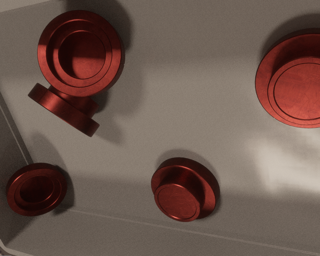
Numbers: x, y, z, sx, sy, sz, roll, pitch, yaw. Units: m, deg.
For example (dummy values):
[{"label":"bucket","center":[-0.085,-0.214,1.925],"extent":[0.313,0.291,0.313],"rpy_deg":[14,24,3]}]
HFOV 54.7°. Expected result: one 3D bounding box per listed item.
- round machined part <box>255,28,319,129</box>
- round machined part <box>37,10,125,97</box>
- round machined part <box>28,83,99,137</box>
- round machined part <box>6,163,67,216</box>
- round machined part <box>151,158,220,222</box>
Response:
[{"label":"round machined part","center":[0.141,-0.042,0.297],"extent":[0.098,0.042,0.097],"rpy_deg":[13,124,20]},{"label":"round machined part","center":[-0.090,-0.086,0.372],"extent":[0.099,0.042,0.097],"rpy_deg":[0,95,5]},{"label":"round machined part","center":[-0.122,-0.032,0.418],"extent":[0.098,0.042,0.098],"rpy_deg":[33,173,5]},{"label":"round machined part","center":[-0.220,0.104,0.552],"extent":[0.042,0.099,0.097],"rpy_deg":[37,140,50]},{"label":"round machined part","center":[0.031,0.093,0.438],"extent":[0.098,0.042,0.097],"rpy_deg":[13,124,20]}]
